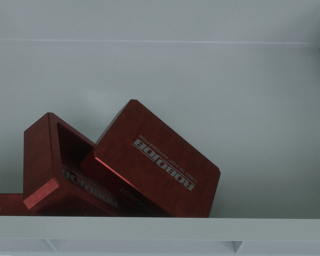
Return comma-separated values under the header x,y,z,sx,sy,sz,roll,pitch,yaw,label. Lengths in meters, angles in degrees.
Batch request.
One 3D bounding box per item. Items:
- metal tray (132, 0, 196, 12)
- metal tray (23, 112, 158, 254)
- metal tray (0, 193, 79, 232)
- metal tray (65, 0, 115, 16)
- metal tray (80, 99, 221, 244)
x,y,z,sx,sy,sz,roll,pitch,yaw,label
0.014,-0.290,0.647,0.130,0.030,0.090,18,52,14,metal tray
-0.061,0.053,0.284,0.030,0.130,0.090,-38,42,9,metal tray
-0.152,0.077,0.293,0.131,0.090,0.030,0,77,0,metal tray
-0.139,-0.280,0.637,0.091,0.030,0.130,-2,50,-3,metal tray
-0.002,0.042,0.315,0.130,0.030,0.090,40,43,-11,metal tray
